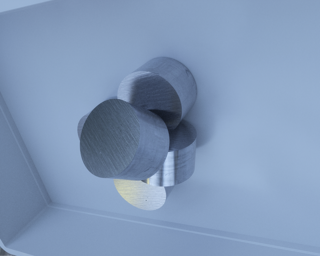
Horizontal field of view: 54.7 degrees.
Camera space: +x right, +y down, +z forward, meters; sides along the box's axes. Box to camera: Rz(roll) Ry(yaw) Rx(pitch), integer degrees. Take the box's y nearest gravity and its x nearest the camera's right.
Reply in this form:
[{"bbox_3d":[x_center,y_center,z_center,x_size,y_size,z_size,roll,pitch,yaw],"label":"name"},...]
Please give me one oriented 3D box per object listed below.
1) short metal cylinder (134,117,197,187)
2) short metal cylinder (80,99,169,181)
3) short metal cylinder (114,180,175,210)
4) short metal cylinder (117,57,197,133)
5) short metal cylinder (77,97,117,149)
[{"bbox_3d":[0.004,0.027,0.385,0.080,0.080,0.050,13,124,21],"label":"short metal cylinder"},{"bbox_3d":[-0.037,0.014,0.327,0.080,0.050,0.080,-9,74,33],"label":"short metal cylinder"},{"bbox_3d":[-0.018,0.069,0.441,0.080,0.050,0.079,13,124,20],"label":"short metal cylinder"},{"bbox_3d":[-0.003,-0.038,0.367,0.080,0.050,0.079,13,124,20],"label":"short metal cylinder"},{"bbox_3d":[-0.064,0.004,0.424,0.080,0.050,0.079,13,124,20],"label":"short metal cylinder"}]
